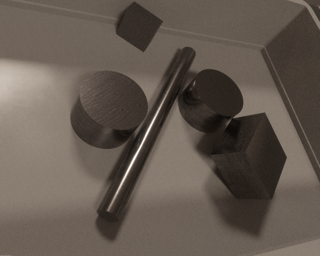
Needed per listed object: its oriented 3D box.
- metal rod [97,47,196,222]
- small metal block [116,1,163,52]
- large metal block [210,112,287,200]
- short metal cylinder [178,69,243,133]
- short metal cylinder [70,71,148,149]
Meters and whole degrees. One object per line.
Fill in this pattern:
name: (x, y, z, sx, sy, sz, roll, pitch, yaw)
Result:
metal rod: (-0.004, -0.015, 0.414, 0.025, 0.025, 0.301, 32, 51, -8)
small metal block: (-0.031, -0.151, 0.467, 0.050, 0.050, 0.025, 33, 51, -8)
large metal block: (0.122, 0.038, 0.415, 0.080, 0.050, 0.080, 57, 48, -21)
short metal cylinder: (0.074, -0.039, 0.456, 0.081, 0.050, 0.080, 14, 56, -21)
short metal cylinder: (-0.061, -0.021, 0.371, 0.081, 0.050, 0.080, 14, 56, -21)
